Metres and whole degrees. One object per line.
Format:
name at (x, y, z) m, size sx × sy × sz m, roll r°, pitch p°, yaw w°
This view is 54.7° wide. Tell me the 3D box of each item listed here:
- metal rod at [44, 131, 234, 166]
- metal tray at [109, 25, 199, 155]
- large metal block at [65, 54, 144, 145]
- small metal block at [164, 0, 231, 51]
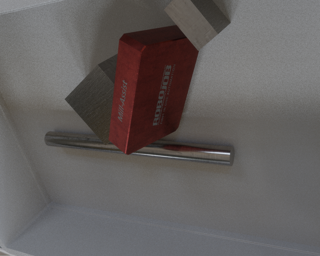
metal rod at (-0.046, 0.026, 0.447) m, size 0.301 × 0.025 × 0.025 m, roll 4°, pitch 120°, yaw 26°
metal tray at (-0.007, -0.041, 0.340) m, size 0.030 × 0.091 × 0.129 m, roll 36°, pitch 132°, yaw 29°
large metal block at (-0.061, -0.036, 0.401) m, size 0.080 × 0.050 × 0.080 m, roll -34°, pitch 100°, yaw 38°
small metal block at (0.038, -0.109, 0.304) m, size 0.050 × 0.050 × 0.025 m, roll 49°, pitch 128°, yaw -6°
